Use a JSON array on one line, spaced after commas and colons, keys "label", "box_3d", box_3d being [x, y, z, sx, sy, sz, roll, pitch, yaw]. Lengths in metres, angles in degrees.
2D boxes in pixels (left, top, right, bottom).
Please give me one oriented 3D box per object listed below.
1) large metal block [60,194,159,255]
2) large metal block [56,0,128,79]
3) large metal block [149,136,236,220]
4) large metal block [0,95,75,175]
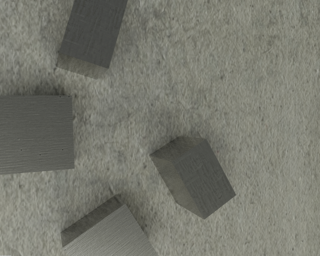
[{"label": "large metal block", "box_3d": [-0.061, 0.141, 0.374, 0.080, 0.050, 0.080, -33, 101, -17]}, {"label": "large metal block", "box_3d": [-0.080, -0.106, 0.351, 0.050, 0.080, 0.080, 16, 85, -20]}, {"label": "large metal block", "box_3d": [0.039, 0.059, 0.395, 0.050, 0.080, 0.080, -32, 101, -17]}, {"label": "large metal block", "box_3d": [-0.140, 0.006, 0.344, 0.081, 0.050, 0.079, -2, 91, -20]}]
